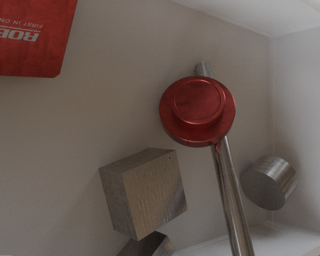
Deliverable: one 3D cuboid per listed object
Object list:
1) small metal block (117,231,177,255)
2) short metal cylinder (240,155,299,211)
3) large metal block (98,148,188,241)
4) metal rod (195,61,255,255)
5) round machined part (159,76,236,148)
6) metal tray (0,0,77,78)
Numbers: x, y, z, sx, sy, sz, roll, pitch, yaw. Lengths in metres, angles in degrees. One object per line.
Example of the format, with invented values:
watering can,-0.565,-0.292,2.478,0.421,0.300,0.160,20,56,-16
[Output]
small metal block,-0.017,0.152,0.378,0.050,0.050,0.025,-46,118,-31
short metal cylinder,0.187,0.093,0.531,0.050,0.080,0.080,-35,112,-35
large metal block,-0.019,0.075,0.377,0.081,0.050,0.079,-20,103,-39
metal rod,0.082,0.042,0.402,0.025,0.025,0.299,15,57,-39
round machined part,0.048,-0.027,0.399,0.042,0.098,0.098,79,34,-65
metal tray,-0.142,-0.089,0.252,0.131,0.030,0.089,-4,131,-40
